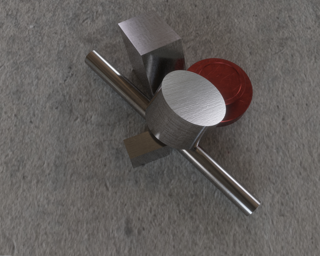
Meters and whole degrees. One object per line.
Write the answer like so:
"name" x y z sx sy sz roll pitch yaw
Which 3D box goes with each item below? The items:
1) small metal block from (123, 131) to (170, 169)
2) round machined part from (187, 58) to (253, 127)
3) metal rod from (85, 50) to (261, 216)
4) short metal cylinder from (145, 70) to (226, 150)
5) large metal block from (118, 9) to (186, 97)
"small metal block" -0.016 0.025 0.387 0.050 0.050 0.025 -20 71 -8
"round machined part" 0.077 -0.054 0.420 0.099 0.042 0.098 0 70 -1
"metal rod" 0.008 -0.002 0.411 0.300 0.025 0.025 43 75 14
"short metal cylinder" 0.029 -0.021 0.365 0.081 0.050 0.080 14 51 -18
"large metal block" -0.007 -0.093 0.403 0.050 0.080 0.080 -26 50 -8
